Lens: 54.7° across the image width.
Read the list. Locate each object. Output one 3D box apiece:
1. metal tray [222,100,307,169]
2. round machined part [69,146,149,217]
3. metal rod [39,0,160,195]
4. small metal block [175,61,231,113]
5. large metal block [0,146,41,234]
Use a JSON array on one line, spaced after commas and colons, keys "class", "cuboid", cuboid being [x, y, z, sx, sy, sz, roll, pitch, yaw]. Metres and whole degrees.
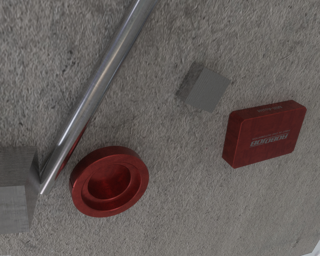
[{"class": "metal tray", "cuboid": [0.168, 0.009, 0.501, 0.131, 0.030, 0.089, -11, 123, -23]}, {"class": "round machined part", "cuboid": [-0.067, 0.064, 0.399, 0.099, 0.042, 0.097, -14, 124, -21]}, {"class": "metal rod", "cuboid": [-0.065, -0.051, 0.339, 0.025, 0.025, 0.299, 23, 106, -37]}, {"class": "small metal block", "cuboid": [0.057, -0.053, 0.405, 0.050, 0.025, 0.050, 17, 110, -35]}, {"class": "large metal block", "cuboid": [-0.167, 0.058, 0.303, 0.081, 0.080, 0.050, -1, 112, -13]}]
